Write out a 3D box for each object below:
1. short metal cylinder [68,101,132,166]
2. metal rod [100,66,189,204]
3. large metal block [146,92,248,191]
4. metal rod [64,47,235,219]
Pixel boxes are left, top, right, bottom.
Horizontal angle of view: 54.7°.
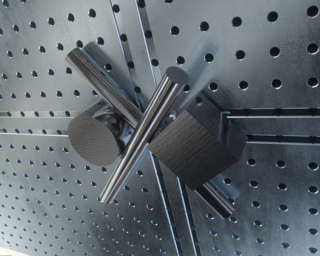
[{"bbox_3d":[-0.081,0.007,0.437,0.080,0.050,0.079,13,124,21],"label":"short metal cylinder"},{"bbox_3d":[-0.036,0.033,0.419,0.025,0.025,0.298,36,137,4],"label":"metal rod"},{"bbox_3d":[0.044,0.017,0.376,0.080,0.050,0.080,44,129,-2],"label":"large metal block"},{"bbox_3d":[-0.011,0.010,0.417,0.300,0.025,0.025,45,129,-4],"label":"metal rod"}]
